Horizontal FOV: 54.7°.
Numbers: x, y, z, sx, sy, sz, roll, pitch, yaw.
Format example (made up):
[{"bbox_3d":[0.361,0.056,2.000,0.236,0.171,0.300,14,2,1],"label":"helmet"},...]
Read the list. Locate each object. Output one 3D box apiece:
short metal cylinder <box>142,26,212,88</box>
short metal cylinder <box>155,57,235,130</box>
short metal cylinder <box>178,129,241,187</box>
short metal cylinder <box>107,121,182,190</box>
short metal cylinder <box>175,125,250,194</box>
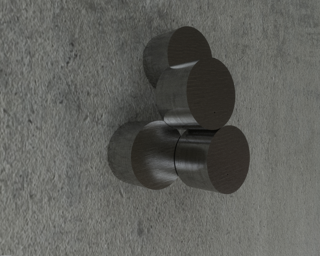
[{"bbox_3d":[0.024,-0.088,0.410,0.081,0.050,0.080,0,90,-40],"label":"short metal cylinder"},{"bbox_3d":[0.042,-0.038,0.359,0.081,0.050,0.080,0,90,-40],"label":"short metal cylinder"},{"bbox_3d":[0.073,0.042,0.450,0.081,0.050,0.080,0,90,-40],"label":"short metal cylinder"},{"bbox_3d":[-0.016,0.031,0.376,0.081,0.050,0.080,0,90,-40],"label":"short metal cylinder"},{"bbox_3d":[0.065,0.037,0.378,0.081,0.050,0.080,0,90,-40],"label":"short metal cylinder"}]
